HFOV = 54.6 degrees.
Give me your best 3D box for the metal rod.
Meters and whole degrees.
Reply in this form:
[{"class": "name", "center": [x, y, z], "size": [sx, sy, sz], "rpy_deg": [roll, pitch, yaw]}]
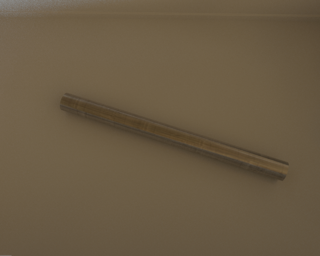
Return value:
[{"class": "metal rod", "center": [0.014, 0.009, 0.405], "size": [0.301, 0.025, 0.025], "rpy_deg": [18, 71, 6]}]
